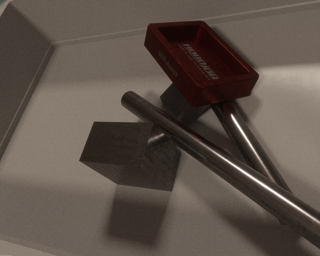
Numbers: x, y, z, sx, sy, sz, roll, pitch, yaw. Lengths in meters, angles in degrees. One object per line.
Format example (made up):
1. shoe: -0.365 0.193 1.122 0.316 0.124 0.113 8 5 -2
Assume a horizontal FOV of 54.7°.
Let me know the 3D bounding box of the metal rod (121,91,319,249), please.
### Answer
1. metal rod: 0.052 0.028 0.330 0.025 0.025 0.300 -49 50 -7

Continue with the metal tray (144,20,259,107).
1. metal tray: 0.048 -0.087 0.389 0.091 0.030 0.130 -14 53 -27

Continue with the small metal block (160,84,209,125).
1. small metal block: 0.031 -0.035 0.397 0.050 0.025 0.050 -45 46 32

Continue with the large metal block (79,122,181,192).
1. large metal block: -0.031 0.034 0.365 0.080 0.080 0.050 1 63 28

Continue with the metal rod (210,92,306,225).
1. metal rod: 0.078 -0.025 0.379 0.025 0.025 0.299 -30 52 9
